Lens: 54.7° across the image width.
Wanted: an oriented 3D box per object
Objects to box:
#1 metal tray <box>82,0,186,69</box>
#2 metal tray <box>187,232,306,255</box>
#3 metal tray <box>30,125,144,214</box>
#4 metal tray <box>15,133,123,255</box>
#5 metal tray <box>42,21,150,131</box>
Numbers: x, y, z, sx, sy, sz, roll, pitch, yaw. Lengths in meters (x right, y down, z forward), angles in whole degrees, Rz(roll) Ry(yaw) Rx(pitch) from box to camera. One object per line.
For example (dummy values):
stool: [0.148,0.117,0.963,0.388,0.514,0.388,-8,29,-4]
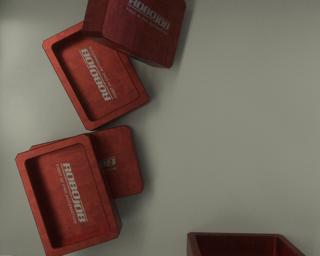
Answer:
metal tray: [-0.023,-0.129,0.360,0.030,0.131,0.089,14,93,35]
metal tray: [0.102,0.159,0.380,0.131,0.090,0.030,1,90,-1]
metal tray: [-0.094,0.053,0.408,0.131,0.030,0.089,-13,90,-1]
metal tray: [-0.108,0.080,0.377,0.090,0.030,0.129,-18,90,-1]
metal tray: [-0.082,-0.072,0.407,0.090,0.030,0.130,-27,90,-1]
